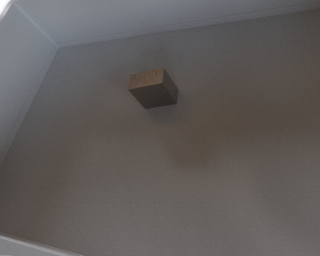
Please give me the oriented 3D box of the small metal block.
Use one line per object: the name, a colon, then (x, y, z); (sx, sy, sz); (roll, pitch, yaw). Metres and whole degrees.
small metal block: (-0.008, -0.053, 0.428); (0.050, 0.050, 0.025); (-8, 59, 24)
